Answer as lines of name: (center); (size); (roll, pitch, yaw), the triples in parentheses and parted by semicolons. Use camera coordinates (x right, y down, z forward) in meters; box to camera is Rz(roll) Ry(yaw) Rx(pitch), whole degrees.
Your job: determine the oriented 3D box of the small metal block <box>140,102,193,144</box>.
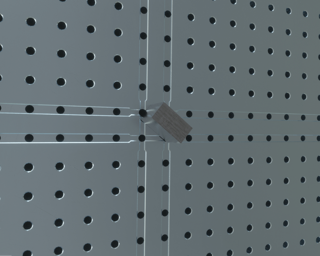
small metal block: (0.007, -0.006, 0.403); (0.050, 0.050, 0.025); (42, 77, -16)
